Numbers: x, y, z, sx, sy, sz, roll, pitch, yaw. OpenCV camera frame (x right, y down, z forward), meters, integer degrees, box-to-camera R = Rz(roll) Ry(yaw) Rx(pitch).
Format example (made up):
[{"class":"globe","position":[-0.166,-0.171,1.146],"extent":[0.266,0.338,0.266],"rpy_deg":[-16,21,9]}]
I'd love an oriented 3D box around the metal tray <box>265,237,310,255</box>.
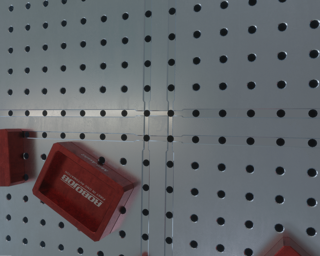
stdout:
[{"class":"metal tray","position":[0.167,0.203,0.351],"extent":[0.130,0.030,0.090],"rpy_deg":[41,103,15]}]

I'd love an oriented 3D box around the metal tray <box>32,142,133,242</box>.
[{"class":"metal tray","position":[-0.114,0.089,0.450],"extent":[0.130,0.030,0.090],"rpy_deg":[30,100,17]}]

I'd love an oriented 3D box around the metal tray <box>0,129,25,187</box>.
[{"class":"metal tray","position":[-0.288,0.050,0.513],"extent":[0.130,0.030,0.090],"rpy_deg":[-4,89,20]}]
